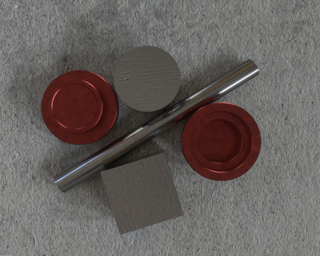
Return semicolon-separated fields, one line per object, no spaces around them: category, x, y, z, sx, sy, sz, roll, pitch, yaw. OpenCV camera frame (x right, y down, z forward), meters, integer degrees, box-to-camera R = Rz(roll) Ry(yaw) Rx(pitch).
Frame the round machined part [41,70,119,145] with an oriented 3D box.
round machined part;-0.105;-0.027;0.401;0.099;0.042;0.097;0;90;0

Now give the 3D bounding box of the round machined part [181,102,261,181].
round machined part;0.076;0.017;0.403;0.099;0.042;0.097;0;90;0

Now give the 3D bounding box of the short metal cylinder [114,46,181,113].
short metal cylinder;-0.015;-0.060;0.398;0.081;0.050;0.079;0;90;0

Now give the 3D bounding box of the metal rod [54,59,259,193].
metal rod;-0.004;-0.003;0.412;0.301;0.025;0.025;-31;90;0

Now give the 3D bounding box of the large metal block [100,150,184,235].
large metal block;-0.022;0.079;0.399;0.080;0.050;0.080;-17;90;0
